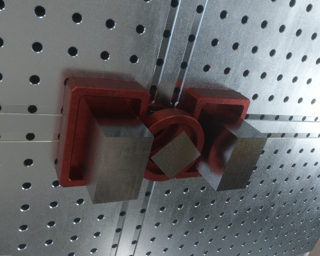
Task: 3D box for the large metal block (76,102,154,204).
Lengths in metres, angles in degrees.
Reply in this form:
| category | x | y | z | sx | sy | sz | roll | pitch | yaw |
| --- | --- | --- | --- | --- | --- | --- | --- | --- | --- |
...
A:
| category | x | y | z | sx | sy | sz | roll | pitch | yaw |
| --- | --- | --- | --- | --- | --- | --- | --- | --- | --- |
| large metal block | -0.054 | 0.025 | 0.344 | 0.050 | 0.080 | 0.079 | 1 | 118 | -29 |

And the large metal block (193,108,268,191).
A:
| category | x | y | z | sx | sy | sz | roll | pitch | yaw |
| --- | --- | --- | --- | --- | --- | --- | --- | --- | --- |
| large metal block | 0.087 | 0.028 | 0.422 | 0.050 | 0.080 | 0.079 | 1 | 118 | -29 |

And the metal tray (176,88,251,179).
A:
| category | x | y | z | sx | sy | sz | roll | pitch | yaw |
| --- | --- | --- | --- | --- | --- | --- | --- | --- | --- |
| metal tray | 0.068 | 0.010 | 0.450 | 0.091 | 0.030 | 0.129 | 0 | 118 | -28 |

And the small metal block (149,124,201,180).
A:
| category | x | y | z | sx | sy | sz | roll | pitch | yaw |
| --- | --- | --- | --- | --- | --- | --- | --- | --- | --- |
| small metal block | 0.015 | 0.028 | 0.384 | 0.050 | 0.025 | 0.050 | -39 | 129 | -2 |

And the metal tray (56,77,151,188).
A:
| category | x | y | z | sx | sy | sz | roll | pitch | yaw |
| --- | --- | --- | --- | --- | --- | --- | --- | --- | --- |
| metal tray | -0.071 | 0.008 | 0.373 | 0.091 | 0.030 | 0.129 | 1 | 118 | -29 |

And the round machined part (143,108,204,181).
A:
| category | x | y | z | sx | sy | sz | roll | pitch | yaw |
| --- | --- | --- | --- | --- | --- | --- | --- | --- | --- |
| round machined part | 0.005 | 0.018 | 0.402 | 0.099 | 0.042 | 0.097 | -14 | 124 | -21 |
